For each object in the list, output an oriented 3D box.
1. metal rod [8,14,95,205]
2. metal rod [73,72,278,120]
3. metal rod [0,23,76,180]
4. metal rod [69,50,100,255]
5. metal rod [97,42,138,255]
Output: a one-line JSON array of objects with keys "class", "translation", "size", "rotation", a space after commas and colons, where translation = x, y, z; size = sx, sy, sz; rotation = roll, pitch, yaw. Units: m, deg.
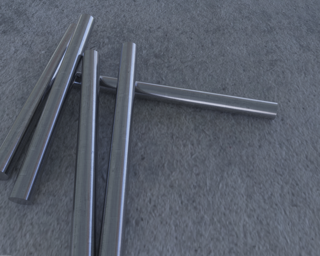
[{"class": "metal rod", "translation": [-0.134, -0.046, 0.415], "size": [0.025, 0.025, 0.300], "rotation": [5, 58, 4]}, {"class": "metal rod", "translation": [0.010, -0.048, 0.443], "size": [0.302, 0.025, 0.025], "rotation": [10, 51, 7]}, {"class": "metal rod", "translation": [-0.168, -0.060, 0.451], "size": [0.025, 0.025, 0.300], "rotation": [6, 50, 4]}, {"class": "metal rod", "translation": [-0.086, 0.018, 0.368], "size": [0.025, 0.025, 0.299], "rotation": [-4, 56, -4]}, {"class": "metal rod", "translation": [-0.046, 0.006, 0.377], "size": [0.025, 0.025, 0.300], "rotation": [1, 56, 0]}]
